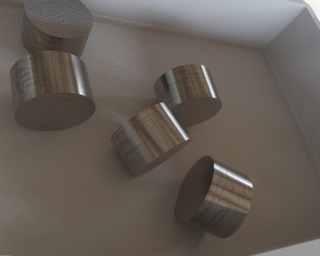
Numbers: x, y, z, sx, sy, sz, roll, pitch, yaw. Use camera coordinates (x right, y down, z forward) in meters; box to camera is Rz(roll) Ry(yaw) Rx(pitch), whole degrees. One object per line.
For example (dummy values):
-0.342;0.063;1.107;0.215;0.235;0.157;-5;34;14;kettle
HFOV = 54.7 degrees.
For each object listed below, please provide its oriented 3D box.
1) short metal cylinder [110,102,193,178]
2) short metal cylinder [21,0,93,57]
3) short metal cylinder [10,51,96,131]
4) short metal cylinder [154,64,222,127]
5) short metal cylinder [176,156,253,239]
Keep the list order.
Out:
-0.009;0.014;0.358;0.081;0.080;0.050;-26;76;-37;short metal cylinder
-0.133;-0.128;0.397;0.081;0.050;0.080;14;56;-21;short metal cylinder
-0.114;-0.037;0.332;0.081;0.080;0.050;-3;64;-30;short metal cylinder
0.037;-0.041;0.417;0.081;0.080;0.050;-1;62;-29;short metal cylinder
0.060;0.079;0.357;0.050;0.080;0.080;27;52;-12;short metal cylinder
